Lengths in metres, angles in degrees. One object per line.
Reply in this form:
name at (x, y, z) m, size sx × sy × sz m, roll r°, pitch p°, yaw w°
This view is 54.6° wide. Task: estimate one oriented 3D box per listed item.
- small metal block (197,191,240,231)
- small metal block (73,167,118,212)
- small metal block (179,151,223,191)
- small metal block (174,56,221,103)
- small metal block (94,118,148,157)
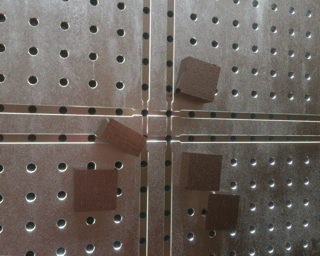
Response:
small metal block at (0.083, 0.117, 0.443) m, size 0.050 × 0.025 × 0.050 m, roll 8°, pitch 87°, yaw -20°
small metal block at (-0.080, 0.075, 0.383) m, size 0.050 × 0.025 × 0.050 m, roll 3°, pitch 89°, yaw -20°
small metal block at (0.057, 0.060, 0.433) m, size 0.050 × 0.025 × 0.050 m, roll 6°, pitch 88°, yaw -20°
small metal block at (0.052, -0.066, 0.431) m, size 0.050 × 0.025 × 0.050 m, roll 15°, pitch 85°, yaw -20°
small metal block at (-0.049, 0.011, 0.381) m, size 0.050 × 0.050 × 0.025 m, roll 30°, pitch 80°, yaw -18°
